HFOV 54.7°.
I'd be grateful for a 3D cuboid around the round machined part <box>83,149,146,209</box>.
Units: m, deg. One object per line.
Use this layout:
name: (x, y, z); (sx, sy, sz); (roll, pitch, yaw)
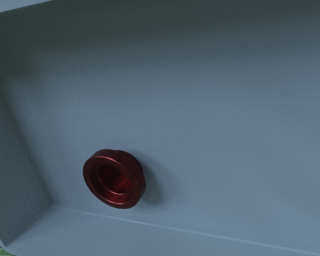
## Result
round machined part: (-0.065, 0.073, 0.475); (0.098, 0.042, 0.097); (13, 124, 20)
